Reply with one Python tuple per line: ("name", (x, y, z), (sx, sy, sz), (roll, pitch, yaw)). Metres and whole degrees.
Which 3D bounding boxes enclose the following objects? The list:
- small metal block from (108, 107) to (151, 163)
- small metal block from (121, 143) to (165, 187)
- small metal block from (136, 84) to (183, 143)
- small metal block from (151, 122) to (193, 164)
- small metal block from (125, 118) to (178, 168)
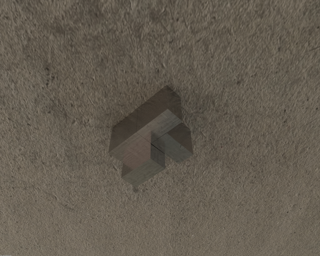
("small metal block", (-0.038, 0.009, 0.399), (0.050, 0.050, 0.025), (-36, 122, 26))
("small metal block", (-0.021, 0.039, 0.392), (0.050, 0.050, 0.025), (-36, 122, 26))
("small metal block", (-0.001, -0.017, 0.377), (0.050, 0.050, 0.025), (-36, 122, 26))
("small metal block", (0.016, 0.010, 0.401), (0.025, 0.050, 0.050), (-35, 122, 26))
("small metal block", (-0.012, 0.022, 0.427), (0.050, 0.025, 0.050), (-35, 122, 25))
